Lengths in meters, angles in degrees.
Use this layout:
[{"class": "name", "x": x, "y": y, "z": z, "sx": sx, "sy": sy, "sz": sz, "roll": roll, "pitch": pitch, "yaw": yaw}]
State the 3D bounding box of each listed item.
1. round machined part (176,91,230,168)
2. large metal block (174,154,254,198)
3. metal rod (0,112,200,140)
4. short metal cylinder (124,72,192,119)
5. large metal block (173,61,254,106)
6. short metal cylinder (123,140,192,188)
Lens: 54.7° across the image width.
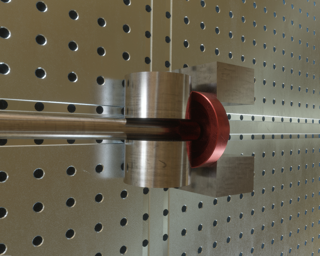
[{"class": "round machined part", "x": 0.051, "y": 0.002, "z": 0.404, "sx": 0.042, "sy": 0.098, "sz": 0.097, "roll": 1, "pitch": 90, "yaw": -40}, {"class": "large metal block", "x": 0.074, "y": 0.062, "z": 0.437, "sx": 0.081, "sy": 0.080, "sz": 0.050, "roll": 3, "pitch": 88, "yaw": -40}, {"class": "metal rod", "x": -0.076, "y": 0.000, "z": 0.330, "sx": 0.302, "sy": 0.025, "sz": 0.025, "roll": 2, "pitch": 89, "yaw": -36}, {"class": "short metal cylinder", "x": -0.002, "y": -0.036, "z": 0.371, "sx": 0.081, "sy": 0.080, "sz": 0.050, "roll": 1, "pitch": 90, "yaw": -40}, {"class": "large metal block", "x": 0.075, "y": -0.058, "z": 0.437, "sx": 0.081, "sy": 0.080, "sz": 0.050, "roll": 0, "pitch": 91, "yaw": -40}, {"class": "short metal cylinder", "x": -0.003, "y": 0.039, "z": 0.370, "sx": 0.081, "sy": 0.080, "sz": 0.050, "roll": 2, "pitch": 90, "yaw": -40}]
